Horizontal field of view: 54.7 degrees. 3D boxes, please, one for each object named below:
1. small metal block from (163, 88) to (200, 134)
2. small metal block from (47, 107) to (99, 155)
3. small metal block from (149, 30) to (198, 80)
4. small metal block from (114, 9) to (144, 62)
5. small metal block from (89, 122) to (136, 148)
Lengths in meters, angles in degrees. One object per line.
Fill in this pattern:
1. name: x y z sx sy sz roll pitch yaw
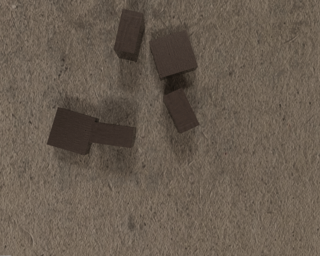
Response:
1. small metal block: 0.026 -0.021 0.398 0.025 0.050 0.050 -25 90 0
2. small metal block: -0.114 0.004 0.409 0.050 0.025 0.050 17 90 -1
3. small metal block: 0.017 -0.095 0.410 0.050 0.025 0.050 -17 90 -1
4. small metal block: -0.038 -0.117 0.397 0.025 0.050 0.050 13 90 0
5. small metal block: -0.058 0.008 0.397 0.050 0.050 0.025 8 90 -1
